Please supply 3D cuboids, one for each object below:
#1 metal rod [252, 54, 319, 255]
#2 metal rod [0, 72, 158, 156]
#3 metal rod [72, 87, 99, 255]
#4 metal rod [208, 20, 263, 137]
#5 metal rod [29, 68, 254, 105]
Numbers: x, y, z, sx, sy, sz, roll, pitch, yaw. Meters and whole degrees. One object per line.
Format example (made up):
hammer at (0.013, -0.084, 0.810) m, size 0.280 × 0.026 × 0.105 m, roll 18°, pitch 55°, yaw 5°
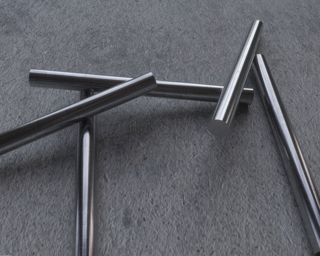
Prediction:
metal rod at (0.160, 0.007, 0.397) m, size 0.025 × 0.025 × 0.300 m, roll -1°, pitch 50°, yaw -1°
metal rod at (-0.144, -0.001, 0.377) m, size 0.302 × 0.025 × 0.025 m, roll -24°, pitch 54°, yaw -10°
metal rod at (-0.086, 0.044, 0.364) m, size 0.025 × 0.025 × 0.300 m, roll -6°, pitch 50°, yaw -5°
metal rod at (0.120, -0.091, 0.451) m, size 0.025 × 0.025 × 0.301 m, roll 17°, pitch 43°, yaw 13°
metal rod at (-0.021, -0.056, 0.428) m, size 0.302 × 0.025 × 0.025 m, roll 4°, pitch 50°, yaw -5°
